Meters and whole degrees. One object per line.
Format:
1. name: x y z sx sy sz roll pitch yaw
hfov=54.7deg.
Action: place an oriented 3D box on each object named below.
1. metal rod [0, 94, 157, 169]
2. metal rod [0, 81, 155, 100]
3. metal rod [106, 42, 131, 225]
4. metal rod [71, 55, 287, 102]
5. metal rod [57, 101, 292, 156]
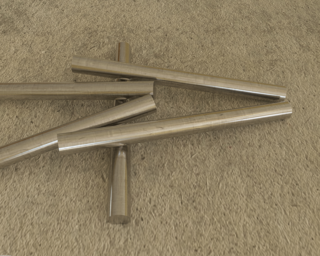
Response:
1. metal rod: -0.148 0.021 0.367 0.302 0.025 0.025 -21 53 -10
2. metal rod: -0.157 -0.051 0.427 0.302 0.025 0.025 1 50 7
3. metal rod: -0.052 -0.019 0.419 0.025 0.025 0.300 -2 50 -2
4. metal rod: 0.028 -0.070 0.442 0.302 0.025 0.025 8 50 -2
5. metal rod: 0.031 -0.003 0.387 0.302 0.025 0.025 -9 50 -16
